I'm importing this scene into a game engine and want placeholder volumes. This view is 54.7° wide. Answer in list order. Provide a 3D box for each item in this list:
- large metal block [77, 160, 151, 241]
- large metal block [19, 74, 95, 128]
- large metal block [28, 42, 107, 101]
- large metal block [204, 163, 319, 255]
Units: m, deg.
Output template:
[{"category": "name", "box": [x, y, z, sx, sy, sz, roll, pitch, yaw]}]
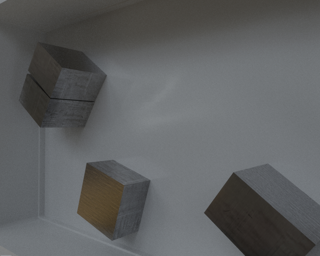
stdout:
[{"category": "large metal block", "box": [-0.068, 0.099, 0.444, 0.080, 0.050, 0.079, 21, 104, 37]}, {"category": "large metal block", "box": [-0.169, -0.044, 0.507, 0.080, 0.081, 0.050, 40, 115, 32]}, {"category": "large metal block", "box": [-0.146, -0.087, 0.488, 0.080, 0.081, 0.050, 44, 116, 31]}, {"category": "large metal block", "box": [0.103, 0.081, 0.286, 0.080, 0.081, 0.050, 43, 116, 31]}]
